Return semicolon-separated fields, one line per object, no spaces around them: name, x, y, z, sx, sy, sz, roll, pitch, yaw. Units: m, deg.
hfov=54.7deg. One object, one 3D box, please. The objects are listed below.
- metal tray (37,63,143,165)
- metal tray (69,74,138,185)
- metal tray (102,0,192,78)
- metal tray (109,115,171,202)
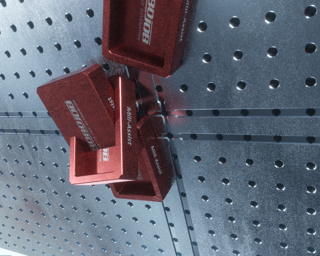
metal tray;-0.090;-0.009;0.401;0.090;0.030;0.129;-11;115;31
metal tray;-0.074;0.005;0.399;0.090;0.030;0.129;-12;73;33
metal tray;-0.015;-0.129;0.334;0.090;0.030;0.129;20;126;15
metal tray;-0.044;0.047;0.458;0.090;0.030;0.129;-3;118;29
